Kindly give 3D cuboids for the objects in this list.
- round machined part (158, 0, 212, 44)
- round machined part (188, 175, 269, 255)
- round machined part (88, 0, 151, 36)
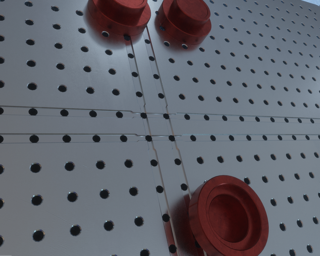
[{"bbox_3d":[0.049,-0.199,0.544,0.099,0.042,0.098,13,56,-20],"label":"round machined part"},{"bbox_3d":[0.077,0.110,0.371,0.099,0.042,0.098,13,56,-21],"label":"round machined part"},{"bbox_3d":[-0.059,-0.196,0.485,0.099,0.042,0.098,14,56,-21],"label":"round machined part"}]
